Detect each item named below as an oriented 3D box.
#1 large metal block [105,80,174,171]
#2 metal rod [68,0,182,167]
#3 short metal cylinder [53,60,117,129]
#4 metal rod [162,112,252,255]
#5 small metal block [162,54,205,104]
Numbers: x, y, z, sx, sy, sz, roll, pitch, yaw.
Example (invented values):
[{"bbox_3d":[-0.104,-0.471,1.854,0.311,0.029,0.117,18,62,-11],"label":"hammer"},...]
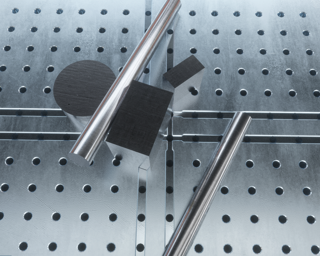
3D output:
[{"bbox_3d":[-0.022,0.000,0.382,0.050,0.080,0.080,19,71,6],"label":"large metal block"},{"bbox_3d":[-0.031,-0.081,0.402,0.025,0.025,0.300,20,56,7],"label":"metal rod"},{"bbox_3d":[-0.094,-0.043,0.413,0.081,0.050,0.080,0,70,0],"label":"short metal cylinder"},{"bbox_3d":[0.040,0.108,0.372,0.025,0.025,0.300,28,72,9],"label":"metal rod"},{"bbox_3d":[0.031,-0.065,0.422,0.050,0.050,0.025,-36,74,-12],"label":"small metal block"}]
